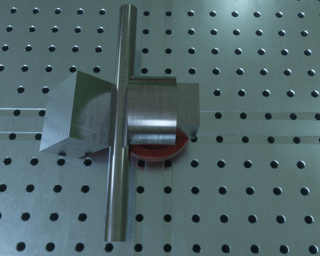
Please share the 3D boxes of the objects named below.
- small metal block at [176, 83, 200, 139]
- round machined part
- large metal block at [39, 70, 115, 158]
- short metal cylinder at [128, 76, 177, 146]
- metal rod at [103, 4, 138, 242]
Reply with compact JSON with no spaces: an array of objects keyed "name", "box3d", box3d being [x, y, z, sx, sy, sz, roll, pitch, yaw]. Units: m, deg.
[{"name":"small metal block","box3d":[0.030,-0.019,0.361,0.025,0.050,0.050,1,70,0]},{"name":"round machined part","box3d":[-0.008,-0.003,0.402,0.099,0.042,0.098,0,70,-1]},{"name":"large metal block","box3d":[-0.102,-0.013,0.380,0.050,0.080,0.080,18,64,-38]},{"name":"short metal cylinder","box3d":[-0.008,-0.020,0.358,0.050,0.080,0.080,1,70,0]},{"name":"metal rod","box3d":[-0.045,-0.022,0.375,0.025,0.025,0.299,1,70,0]}]
